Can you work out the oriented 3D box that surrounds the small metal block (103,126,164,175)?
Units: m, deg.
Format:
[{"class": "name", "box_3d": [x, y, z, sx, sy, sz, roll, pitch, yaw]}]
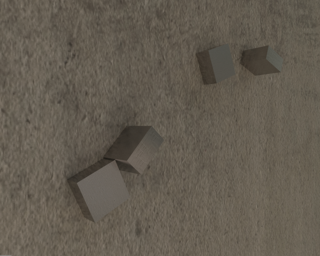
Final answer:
[{"class": "small metal block", "box_3d": [-0.031, 0.024, 0.364, 0.025, 0.050, 0.050, 50, 61, -29]}]

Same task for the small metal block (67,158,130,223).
[{"class": "small metal block", "box_3d": [-0.068, 0.069, 0.349, 0.050, 0.025, 0.050, -31, 110, -36]}]

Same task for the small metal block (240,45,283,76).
[{"class": "small metal block", "box_3d": [0.178, -0.116, 0.540, 0.050, 0.050, 0.025, 24, 75, -38]}]

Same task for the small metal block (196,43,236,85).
[{"class": "small metal block", "box_3d": [0.087, -0.099, 0.480, 0.050, 0.025, 0.050, -28, 108, -37]}]
